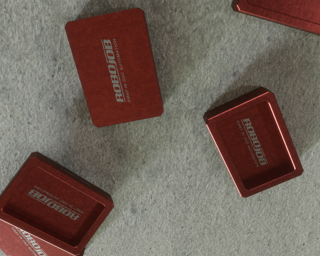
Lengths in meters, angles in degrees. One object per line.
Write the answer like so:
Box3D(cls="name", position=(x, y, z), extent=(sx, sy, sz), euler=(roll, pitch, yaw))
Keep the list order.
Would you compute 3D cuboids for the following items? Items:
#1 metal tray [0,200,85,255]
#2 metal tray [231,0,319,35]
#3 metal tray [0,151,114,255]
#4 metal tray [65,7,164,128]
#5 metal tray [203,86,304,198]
Box3D(cls="metal tray", position=(-0.187, 0.166, 0.466), extent=(0.090, 0.030, 0.130), euler=(-27, 108, 9))
Box3D(cls="metal tray", position=(0.158, -0.162, 0.349), extent=(0.131, 0.030, 0.089), euler=(14, 109, -6))
Box3D(cls="metal tray", position=(-0.141, 0.103, 0.420), extent=(0.130, 0.030, 0.090), euler=(36, 87, -20))
Box3D(cls="metal tray", position=(-0.052, -0.072, 0.380), extent=(0.090, 0.030, 0.129), euler=(-11, 110, 3))
Box3D(cls="metal tray", position=(0.126, 0.021, 0.416), extent=(0.090, 0.030, 0.130), euler=(-25, 109, 8))
